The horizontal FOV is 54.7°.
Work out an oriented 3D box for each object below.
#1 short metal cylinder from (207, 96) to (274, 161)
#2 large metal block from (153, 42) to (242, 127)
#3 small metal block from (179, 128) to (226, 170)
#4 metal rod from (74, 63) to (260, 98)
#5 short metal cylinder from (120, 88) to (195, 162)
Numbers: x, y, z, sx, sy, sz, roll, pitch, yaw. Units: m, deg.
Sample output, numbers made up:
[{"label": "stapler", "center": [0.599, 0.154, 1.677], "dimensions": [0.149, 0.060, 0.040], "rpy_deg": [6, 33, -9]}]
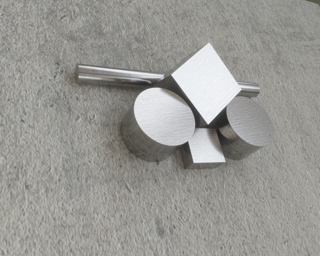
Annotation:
[{"label": "short metal cylinder", "center": [0.116, 0.001, 0.451], "dimensions": [0.081, 0.050, 0.080], "rpy_deg": [14, 56, -21]}, {"label": "large metal block", "center": [0.052, -0.057, 0.429], "dimensions": [0.080, 0.050, 0.080], "rpy_deg": [-44, 103, -26]}, {"label": "small metal block", "center": [0.054, 0.028, 0.418], "dimensions": [0.050, 0.025, 0.050], "rpy_deg": [2, 61, -27]}, {"label": "metal rod", "center": [0.029, -0.067, 0.461], "dimensions": [0.303, 0.025, 0.025], "rpy_deg": [1, 62, -28]}, {"label": "short metal cylinder", "center": [-0.004, -0.003, 0.388], "dimensions": [0.081, 0.050, 0.080], "rpy_deg": [14, 56, -21]}]
